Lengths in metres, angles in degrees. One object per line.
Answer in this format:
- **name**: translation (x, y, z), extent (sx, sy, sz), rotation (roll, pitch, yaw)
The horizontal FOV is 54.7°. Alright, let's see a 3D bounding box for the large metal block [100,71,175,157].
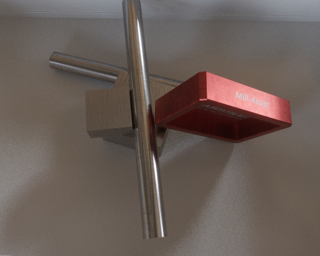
- **large metal block**: translation (-0.025, -0.017, 0.401), extent (0.080, 0.050, 0.080), rotation (17, 71, 6)

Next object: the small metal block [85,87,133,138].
- **small metal block**: translation (-0.058, -0.018, 0.361), extent (0.050, 0.025, 0.050), rotation (-6, 70, -3)

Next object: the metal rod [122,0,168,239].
- **metal rod**: translation (-0.022, -0.028, 0.365), extent (0.025, 0.025, 0.299), rotation (-6, 70, -3)

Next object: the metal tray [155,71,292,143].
- **metal tray**: translation (0.071, -0.017, 0.352), extent (0.131, 0.090, 0.030), rotation (12, 68, -29)

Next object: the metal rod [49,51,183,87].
- **metal rod**: translation (-0.006, -0.061, 0.431), extent (0.302, 0.025, 0.025), rotation (14, 71, 4)
